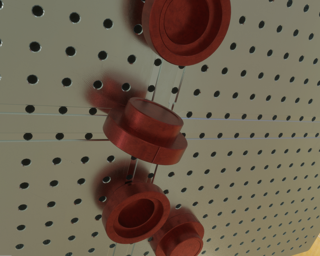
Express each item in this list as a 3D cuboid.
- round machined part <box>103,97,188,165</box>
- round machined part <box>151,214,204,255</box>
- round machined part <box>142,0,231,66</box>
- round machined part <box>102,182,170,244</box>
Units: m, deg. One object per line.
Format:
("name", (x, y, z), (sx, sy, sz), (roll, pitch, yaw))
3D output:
("round machined part", (-0.012, -0.002, 0.358), (0.099, 0.098, 0.042), (13, 112, -34))
("round machined part", (0.037, 0.204, 0.549), (0.099, 0.042, 0.097), (-14, 125, -21))
("round machined part", (0.025, -0.122, 0.340), (0.099, 0.042, 0.097), (-14, 125, -21))
("round machined part", (-0.038, 0.119, 0.455), (0.099, 0.042, 0.097), (-14, 125, -21))
